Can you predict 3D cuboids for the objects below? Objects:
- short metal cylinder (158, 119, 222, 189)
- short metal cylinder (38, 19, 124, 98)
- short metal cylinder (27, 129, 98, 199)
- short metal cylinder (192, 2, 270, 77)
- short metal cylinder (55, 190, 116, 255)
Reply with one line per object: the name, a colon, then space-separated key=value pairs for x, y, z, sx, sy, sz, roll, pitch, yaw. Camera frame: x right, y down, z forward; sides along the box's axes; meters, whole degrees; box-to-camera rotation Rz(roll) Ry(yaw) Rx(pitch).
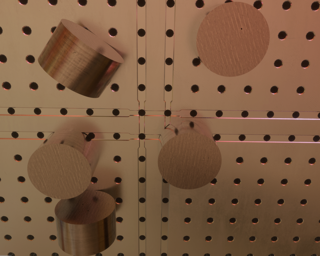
short metal cylinder: x=0.037 y=0.034 z=0.413 sx=0.081 sy=0.050 sz=0.079 roll=0 pitch=110 yaw=-1
short metal cylinder: x=-0.089 y=-0.079 z=0.354 sx=0.080 sy=0.080 sz=0.050 roll=34 pitch=106 yaw=-12
short metal cylinder: x=-0.127 y=0.048 z=0.416 sx=0.081 sy=0.050 sz=0.079 roll=0 pitch=110 yaw=-1
short metal cylinder: x=0.080 y=-0.104 z=0.363 sx=0.081 sy=0.050 sz=0.079 roll=0 pitch=110 yaw=-1
short metal cylinder: x=-0.102 y=0.129 z=0.430 sx=0.081 sy=0.080 sz=0.050 roll=1 pitch=110 yaw=-1
